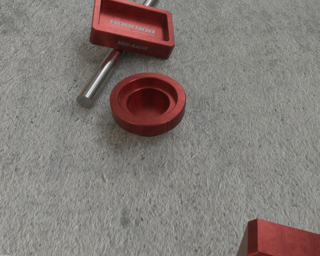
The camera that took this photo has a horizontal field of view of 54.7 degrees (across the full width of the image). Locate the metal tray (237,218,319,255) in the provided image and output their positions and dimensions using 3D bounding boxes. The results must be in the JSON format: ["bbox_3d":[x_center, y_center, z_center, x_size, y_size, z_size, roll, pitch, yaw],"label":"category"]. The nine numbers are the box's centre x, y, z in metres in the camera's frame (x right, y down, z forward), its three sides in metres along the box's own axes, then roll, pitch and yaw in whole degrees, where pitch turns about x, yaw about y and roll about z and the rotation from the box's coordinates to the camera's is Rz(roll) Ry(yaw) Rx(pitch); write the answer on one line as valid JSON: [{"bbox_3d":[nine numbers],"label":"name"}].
[{"bbox_3d":[0.095,0.132,0.224,0.090,0.129,0.030,13,30,10],"label":"metal tray"}]

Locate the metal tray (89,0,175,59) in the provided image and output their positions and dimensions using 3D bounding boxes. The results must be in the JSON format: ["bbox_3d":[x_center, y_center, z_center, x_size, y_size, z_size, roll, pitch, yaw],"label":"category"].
[{"bbox_3d":[-0.044,-0.166,0.508,0.131,0.030,0.090,8,55,-16],"label":"metal tray"}]

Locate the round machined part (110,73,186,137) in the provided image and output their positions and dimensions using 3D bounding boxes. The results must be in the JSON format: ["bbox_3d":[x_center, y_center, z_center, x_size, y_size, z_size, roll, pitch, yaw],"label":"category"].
[{"bbox_3d":[-0.015,-0.027,0.415,0.099,0.042,0.098,0,50,0],"label":"round machined part"}]

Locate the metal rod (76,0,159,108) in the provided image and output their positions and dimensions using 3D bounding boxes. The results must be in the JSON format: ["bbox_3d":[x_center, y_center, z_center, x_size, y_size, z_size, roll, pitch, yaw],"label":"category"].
[{"bbox_3d":[-0.059,-0.145,0.524,0.025,0.025,0.300,14,51,11],"label":"metal rod"}]
